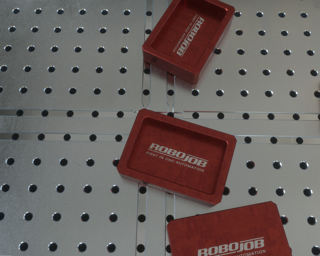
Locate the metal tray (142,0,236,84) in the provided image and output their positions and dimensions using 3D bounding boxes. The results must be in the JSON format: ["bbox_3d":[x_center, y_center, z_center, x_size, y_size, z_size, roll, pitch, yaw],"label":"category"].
[{"bbox_3d":[0.043,-0.140,0.460,0.090,0.030,0.130,27,72,9],"label":"metal tray"}]

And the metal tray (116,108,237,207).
[{"bbox_3d":[0.022,0.037,0.395,0.130,0.030,0.090,17,71,6],"label":"metal tray"}]

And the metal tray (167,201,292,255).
[{"bbox_3d":[0.079,0.142,0.358,0.131,0.030,0.090,-10,70,-4],"label":"metal tray"}]
